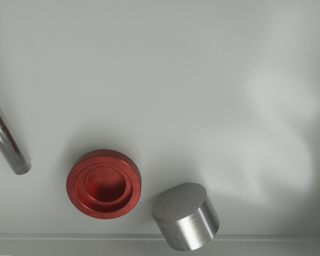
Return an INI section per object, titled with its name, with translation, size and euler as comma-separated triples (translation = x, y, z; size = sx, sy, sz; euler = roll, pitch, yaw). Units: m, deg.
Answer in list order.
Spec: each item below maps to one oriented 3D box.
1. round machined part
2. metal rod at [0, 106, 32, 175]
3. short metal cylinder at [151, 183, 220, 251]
[round machined part]
translation = -0.074, 0.073, 0.428
size = 0.099, 0.042, 0.097
euler = 0, 110, -1
[metal rod]
translation = -0.194, -0.046, 0.322
size = 0.025, 0.025, 0.298
euler = -1, 137, 0
[short metal cylinder]
translation = 0.035, 0.120, 0.427
size = 0.080, 0.080, 0.050
euler = -23, 109, 8
